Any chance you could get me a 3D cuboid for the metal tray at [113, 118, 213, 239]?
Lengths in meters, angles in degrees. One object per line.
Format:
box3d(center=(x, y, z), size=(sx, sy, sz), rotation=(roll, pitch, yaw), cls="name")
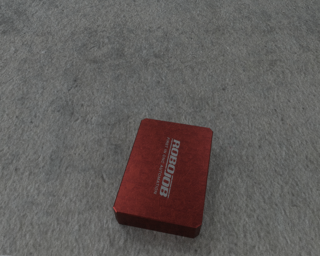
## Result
box3d(center=(0.009, 0.051, 0.357), size=(0.090, 0.030, 0.130), rotation=(9, 50, 7), cls="metal tray")
